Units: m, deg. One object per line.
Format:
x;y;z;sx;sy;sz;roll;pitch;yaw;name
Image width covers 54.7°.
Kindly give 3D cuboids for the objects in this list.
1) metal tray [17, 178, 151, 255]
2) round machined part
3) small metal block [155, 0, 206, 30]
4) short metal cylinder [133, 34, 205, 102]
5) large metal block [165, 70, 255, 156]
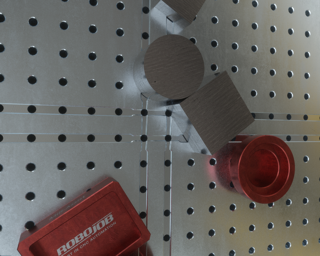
-0.088;0.133;0.377;0.131;0.030;0.090;-33;101;-17;metal tray
0.145;0.058;0.457;0.099;0.042;0.097;0;90;-20;round machined part
0.030;-0.173;0.423;0.050;0.025;0.050;34;79;-17;small metal block
0.010;-0.075;0.403;0.081;0.050;0.080;0;90;-20;short metal cylinder
0.068;-0.020;0.424;0.080;0.050;0.080;-37;102;-16;large metal block
